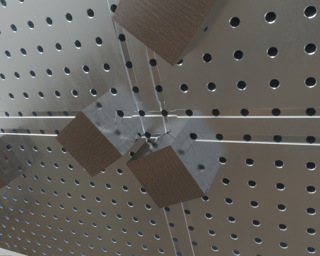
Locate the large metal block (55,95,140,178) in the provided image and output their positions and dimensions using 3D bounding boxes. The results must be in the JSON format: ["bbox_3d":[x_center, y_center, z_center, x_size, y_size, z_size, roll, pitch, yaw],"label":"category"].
[{"bbox_3d":[-0.091,0.014,0.449,0.080,0.050,0.080,49,128,-7],"label":"large metal block"}]

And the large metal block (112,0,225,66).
[{"bbox_3d":[0.011,-0.124,0.312,0.080,0.050,0.080,38,129,2],"label":"large metal block"}]

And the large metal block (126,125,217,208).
[{"bbox_3d":[0.016,0.054,0.419,0.080,0.050,0.080,-26,105,36],"label":"large metal block"}]

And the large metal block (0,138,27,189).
[{"bbox_3d":[-0.325,0.076,0.610,0.080,0.050,0.080,-27,104,37],"label":"large metal block"}]
